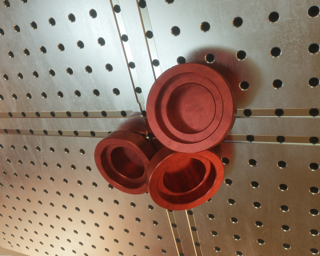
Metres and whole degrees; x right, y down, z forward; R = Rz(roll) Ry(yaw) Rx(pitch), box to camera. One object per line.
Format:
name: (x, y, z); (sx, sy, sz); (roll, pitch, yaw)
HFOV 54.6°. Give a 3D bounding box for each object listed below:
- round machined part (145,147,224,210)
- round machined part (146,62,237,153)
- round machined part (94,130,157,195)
round machined part: (0.029, 0.056, 0.399); (0.099, 0.042, 0.097); (-7, 121, -12)
round machined part: (0.038, -0.022, 0.351); (0.098, 0.042, 0.097); (1, 92, 22)
round machined part: (-0.043, 0.046, 0.451); (0.098, 0.042, 0.097); (13, 124, 21)
